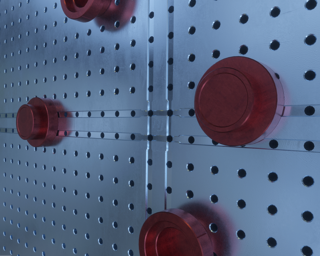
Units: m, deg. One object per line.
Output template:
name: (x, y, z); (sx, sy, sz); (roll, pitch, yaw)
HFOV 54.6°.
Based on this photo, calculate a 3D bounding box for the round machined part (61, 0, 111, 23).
round machined part: (-0.113, -0.217, 0.493); (0.098, 0.042, 0.097); (0, 90, 40)

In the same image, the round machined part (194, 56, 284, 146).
round machined part: (0.077, -0.029, 0.335); (0.098, 0.042, 0.097); (0, 90, 40)

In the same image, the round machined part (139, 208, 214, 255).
round machined part: (0.024, 0.148, 0.380); (0.098, 0.042, 0.097); (0, 90, 40)

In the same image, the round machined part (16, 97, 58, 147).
round machined part: (-0.243, -0.011, 0.601); (0.098, 0.042, 0.097); (0, 90, 40)
